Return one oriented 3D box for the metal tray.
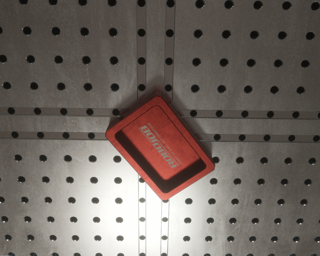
[{"bbox_3d":[0.002,0.026,0.420,0.090,0.030,0.130,-35,107,11],"label":"metal tray"}]
